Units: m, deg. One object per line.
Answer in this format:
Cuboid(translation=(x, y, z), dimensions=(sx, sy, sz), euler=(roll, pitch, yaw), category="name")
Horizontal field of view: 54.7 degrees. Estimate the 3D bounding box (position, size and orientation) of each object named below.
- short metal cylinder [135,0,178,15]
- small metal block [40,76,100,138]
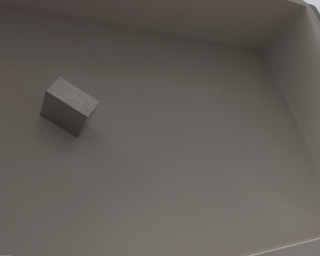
Cuboid(translation=(-0.003, -0.246, 0.543), dimensions=(0.081, 0.050, 0.080), euler=(14, 56, -21), category="short metal cylinder")
Cuboid(translation=(-0.102, -0.022, 0.349), dimensions=(0.050, 0.050, 0.025), euler=(33, 51, -7), category="small metal block")
